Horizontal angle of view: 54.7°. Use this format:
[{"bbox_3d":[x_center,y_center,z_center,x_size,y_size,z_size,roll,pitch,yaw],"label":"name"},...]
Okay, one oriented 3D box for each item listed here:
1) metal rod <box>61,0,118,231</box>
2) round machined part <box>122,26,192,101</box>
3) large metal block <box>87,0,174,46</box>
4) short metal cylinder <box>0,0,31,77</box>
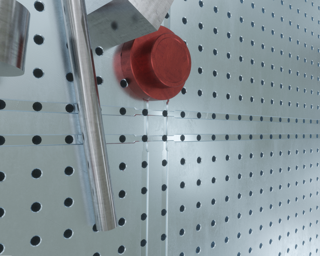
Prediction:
[{"bbox_3d":[-0.080,-0.033,0.343,0.025,0.025,0.298,-13,98,-40],"label":"metal rod"},{"bbox_3d":[0.003,-0.085,0.402,0.099,0.042,0.097,0,90,-40],"label":"round machined part"},{"bbox_3d":[-0.029,-0.148,0.350,0.050,0.080,0.080,39,66,-34],"label":"large metal block"},{"bbox_3d":[-0.150,-0.075,0.248,0.081,0.080,0.050,8,85,-40],"label":"short metal cylinder"}]
